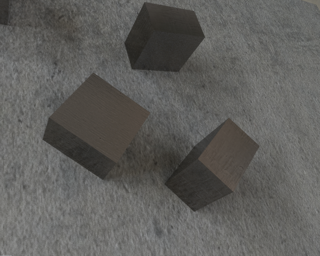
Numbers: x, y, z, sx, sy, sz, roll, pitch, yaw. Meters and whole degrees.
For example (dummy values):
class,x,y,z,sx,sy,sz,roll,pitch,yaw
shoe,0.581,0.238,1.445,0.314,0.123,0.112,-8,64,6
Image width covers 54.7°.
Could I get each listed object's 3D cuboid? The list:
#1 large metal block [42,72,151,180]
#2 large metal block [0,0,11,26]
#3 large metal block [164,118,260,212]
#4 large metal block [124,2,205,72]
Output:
class,x,y,z,sx,sy,sz,roll,pitch,yaw
large metal block,-0.071,-0.002,0.352,0.080,0.050,0.080,35,51,-5
large metal block,-0.225,-0.182,0.378,0.081,0.050,0.080,7,59,-25
large metal block,0.062,0.045,0.376,0.050,0.080,0.080,43,51,1
large metal block,0.004,-0.128,0.451,0.081,0.080,0.050,-3,63,-30
